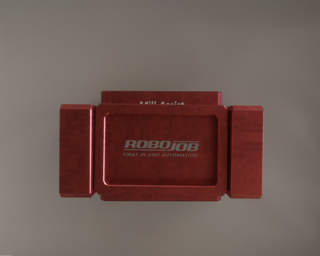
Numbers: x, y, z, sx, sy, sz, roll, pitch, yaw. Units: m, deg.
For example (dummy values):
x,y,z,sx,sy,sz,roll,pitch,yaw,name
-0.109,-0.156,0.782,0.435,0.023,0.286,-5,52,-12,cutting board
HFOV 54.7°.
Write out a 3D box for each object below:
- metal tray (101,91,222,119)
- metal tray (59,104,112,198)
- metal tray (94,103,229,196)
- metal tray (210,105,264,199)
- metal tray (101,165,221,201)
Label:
x,y,z,sx,sy,sz,roll,pitch,yaw,name
0.002,-0.025,0.376,0.131,0.090,0.030,0,91,0,metal tray
-0.080,0.021,0.357,0.030,0.130,0.089,1,91,0,metal tray
0.001,0.021,0.317,0.131,0.030,0.089,1,90,0,metal tray
0.083,0.022,0.357,0.030,0.130,0.089,1,91,0,metal tray
0.001,0.064,0.376,0.131,0.090,0.030,0,90,0,metal tray
